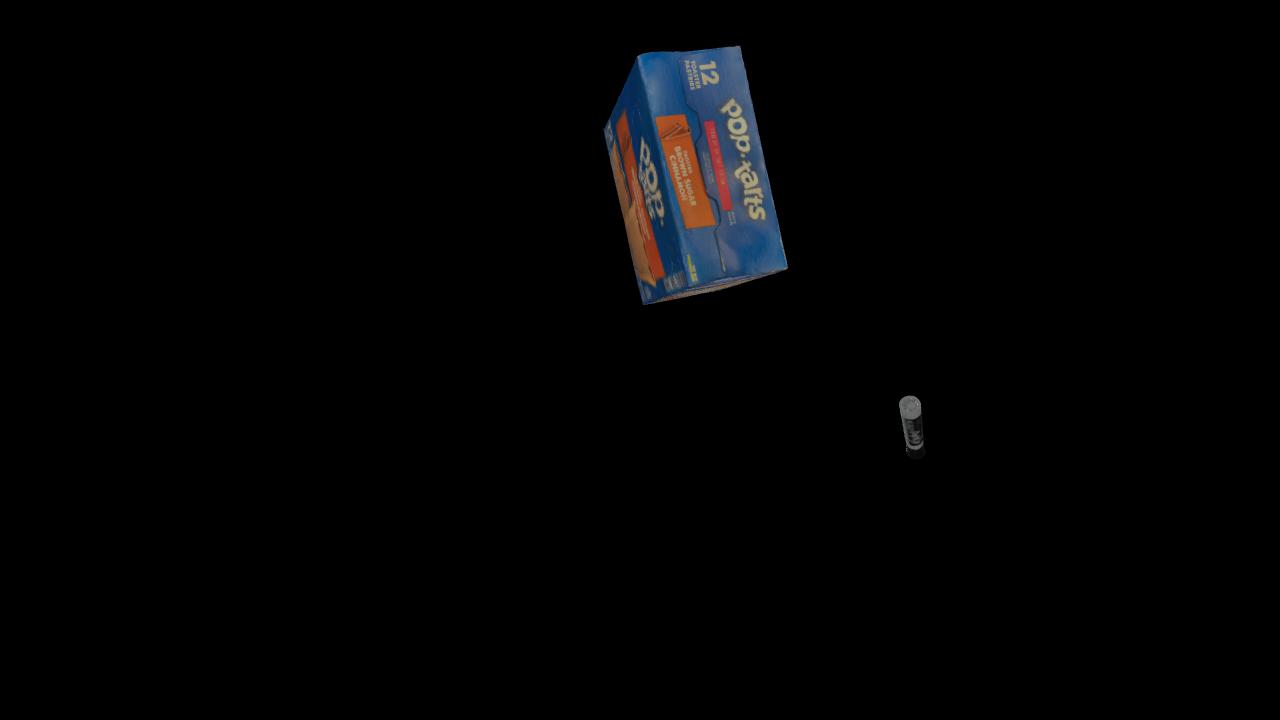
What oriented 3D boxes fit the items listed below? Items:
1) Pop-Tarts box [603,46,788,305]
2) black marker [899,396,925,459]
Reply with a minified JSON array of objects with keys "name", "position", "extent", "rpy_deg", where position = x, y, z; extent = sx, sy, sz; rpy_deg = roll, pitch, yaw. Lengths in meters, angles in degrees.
[{"name":"Pop-Tarts box","position":[0.037,-0.138,0.503],"extent":[0.083,0.167,0.141],"rpy_deg":[-14,3,-13]},{"name":"black marker","position":[0.275,0.071,0.619],"extent":[0.020,0.020,0.121],"rpy_deg":[0,-30,27]}]
